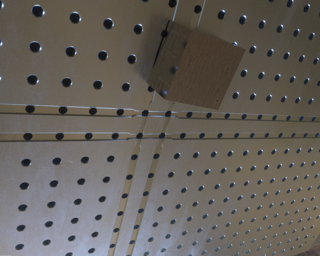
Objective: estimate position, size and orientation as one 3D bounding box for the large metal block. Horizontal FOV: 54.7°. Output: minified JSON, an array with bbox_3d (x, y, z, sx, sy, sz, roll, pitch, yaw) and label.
[{"bbox_3d":[0.043,-0.074,0.374,0.081,0.050,0.079,8,115,-32],"label":"large metal block"}]
